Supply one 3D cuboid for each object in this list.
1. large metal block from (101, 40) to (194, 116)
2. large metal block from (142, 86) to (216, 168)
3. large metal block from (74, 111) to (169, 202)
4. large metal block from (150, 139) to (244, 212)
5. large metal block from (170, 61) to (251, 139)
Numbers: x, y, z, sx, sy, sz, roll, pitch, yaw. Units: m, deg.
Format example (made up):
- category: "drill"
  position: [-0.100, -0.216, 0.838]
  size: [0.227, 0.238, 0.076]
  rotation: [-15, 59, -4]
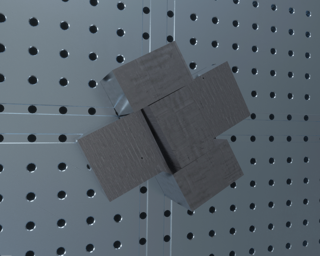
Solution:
- category: "large metal block"
  position: [-0.019, -0.057, 0.376]
  size: [0.080, 0.080, 0.050]
  rotation: [-30, 100, -17]
- category: "large metal block"
  position: [0.013, -0.001, 0.388]
  size: [0.050, 0.080, 0.080]
  rotation: [-30, 100, -17]
- category: "large metal block"
  position: [-0.049, 0.031, 0.382]
  size: [0.080, 0.050, 0.080]
  rotation: [-28, 99, -18]
- category: "large metal block"
  position: [0.044, 0.055, 0.399]
  size: [0.080, 0.080, 0.050]
  rotation: [-30, 100, -18]
- category: "large metal block"
  position: [0.063, -0.034, 0.421]
  size: [0.080, 0.050, 0.080]
  rotation: [-30, 102, -17]
